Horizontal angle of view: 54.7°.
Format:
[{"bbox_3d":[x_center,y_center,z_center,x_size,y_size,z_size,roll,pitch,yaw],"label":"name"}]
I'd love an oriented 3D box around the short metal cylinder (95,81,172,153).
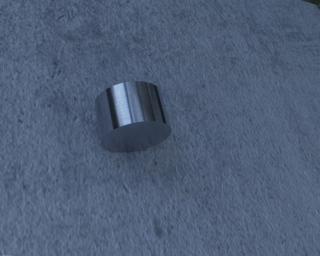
[{"bbox_3d":[-0.032,-0.010,0.359,0.081,0.080,0.050,0,62,-29],"label":"short metal cylinder"}]
